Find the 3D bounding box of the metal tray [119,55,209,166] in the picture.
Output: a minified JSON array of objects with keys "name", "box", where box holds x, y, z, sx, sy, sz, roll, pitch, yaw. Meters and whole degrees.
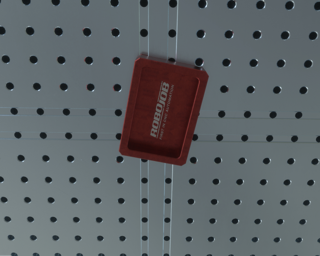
[{"name":"metal tray","box":[0.002,-0.021,0.402,0.090,0.030,0.129,11,110,-4]}]
